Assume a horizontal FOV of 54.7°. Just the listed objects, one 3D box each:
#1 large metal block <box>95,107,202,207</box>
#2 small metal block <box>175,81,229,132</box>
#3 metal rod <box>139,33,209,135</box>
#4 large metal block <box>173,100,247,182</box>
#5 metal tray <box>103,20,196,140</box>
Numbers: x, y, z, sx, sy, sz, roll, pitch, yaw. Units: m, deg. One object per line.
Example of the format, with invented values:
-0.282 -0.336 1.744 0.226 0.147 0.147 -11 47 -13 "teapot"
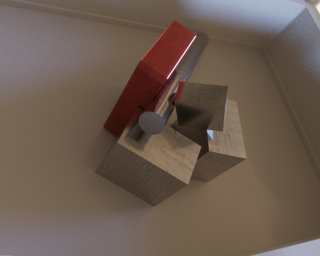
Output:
-0.015 0.035 0.342 0.080 0.080 0.050 32 52 -8 "large metal block"
0.045 -0.022 0.332 0.050 0.050 0.025 8 61 13 "small metal block"
0.032 -0.079 0.413 0.025 0.025 0.301 36 34 -5 "metal rod"
0.058 0.014 0.394 0.050 0.080 0.080 13 56 -22 "large metal block"
-0.015 -0.051 0.360 0.030 0.129 0.090 35 52 -5 "metal tray"
